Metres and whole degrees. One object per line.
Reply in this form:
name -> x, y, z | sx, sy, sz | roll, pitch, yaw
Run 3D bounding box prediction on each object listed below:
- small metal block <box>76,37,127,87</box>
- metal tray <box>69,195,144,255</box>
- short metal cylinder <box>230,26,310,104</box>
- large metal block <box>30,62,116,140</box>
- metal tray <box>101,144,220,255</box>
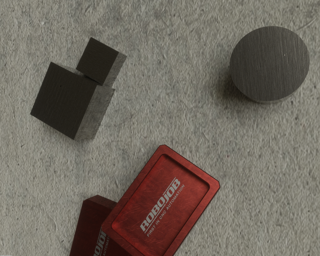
small metal block -> -0.083, -0.093, 0.438 | 0.050, 0.025, 0.050 | 31, 100, 17
metal tray -> -0.076, 0.171, 0.433 | 0.090, 0.030, 0.129 | 17, 96, 19
short metal cylinder -> 0.123, -0.068, 0.352 | 0.080, 0.050, 0.080 | 0, 90, 20
large metal block -> -0.123, -0.037, 0.439 | 0.080, 0.050, 0.080 | 28, 99, 17
metal tray -> 0.002, 0.097, 0.384 | 0.090, 0.030, 0.130 | 34, 83, 16
